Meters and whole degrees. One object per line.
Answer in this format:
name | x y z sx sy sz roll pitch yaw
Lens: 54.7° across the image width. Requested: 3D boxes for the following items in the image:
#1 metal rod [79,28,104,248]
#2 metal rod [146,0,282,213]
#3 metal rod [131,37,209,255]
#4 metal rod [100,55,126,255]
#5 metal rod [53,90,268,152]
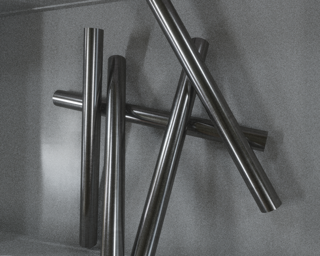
metal rod | -0.094 0.020 0.423 0.025 0.025 0.298 7 100 20
metal rod | 0.055 -0.043 0.356 0.025 0.025 0.299 -29 87 18
metal rod | 0.011 0.031 0.358 0.025 0.025 0.299 11 75 19
metal rod | -0.054 0.040 0.368 0.025 0.025 0.299 -12 63 19
metal rod | -0.013 -0.014 0.415 0.301 0.025 0.025 12 94 19
